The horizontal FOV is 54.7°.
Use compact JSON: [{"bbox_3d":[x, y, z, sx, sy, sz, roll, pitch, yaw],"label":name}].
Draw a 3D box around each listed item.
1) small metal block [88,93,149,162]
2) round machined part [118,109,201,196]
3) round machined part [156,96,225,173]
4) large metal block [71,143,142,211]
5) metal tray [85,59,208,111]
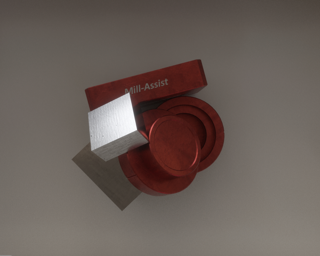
[{"bbox_3d":[-0.044,-0.001,0.317,0.050,0.025,0.050,-24,51,12],"label":"small metal block"},{"bbox_3d":[0.006,0.024,0.344,0.099,0.042,0.098,14,65,-31],"label":"round machined part"},{"bbox_3d":[0.031,0.009,0.403,0.099,0.042,0.097,0,90,-1],"label":"round machined part"},{"bbox_3d":[-0.052,0.046,0.382,0.050,0.080,0.080,-44,91,0],"label":"large metal block"},{"bbox_3d":[-0.015,-0.045,0.377,0.131,0.090,0.030,-15,91,-1],"label":"metal tray"}]
